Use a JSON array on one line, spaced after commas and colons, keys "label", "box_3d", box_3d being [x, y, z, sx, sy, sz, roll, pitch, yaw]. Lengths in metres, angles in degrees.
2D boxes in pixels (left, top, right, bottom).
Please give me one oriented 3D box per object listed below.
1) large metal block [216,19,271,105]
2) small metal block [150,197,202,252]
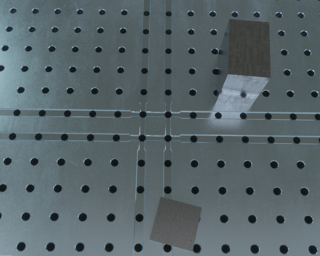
[{"label": "large metal block", "box_3d": [0.109, -0.085, 0.415, 0.050, 0.080, 0.080, 5, 70, 2]}, {"label": "small metal block", "box_3d": [0.019, 0.115, 0.370, 0.050, 0.025, 0.050, 14, 71, 4]}]
